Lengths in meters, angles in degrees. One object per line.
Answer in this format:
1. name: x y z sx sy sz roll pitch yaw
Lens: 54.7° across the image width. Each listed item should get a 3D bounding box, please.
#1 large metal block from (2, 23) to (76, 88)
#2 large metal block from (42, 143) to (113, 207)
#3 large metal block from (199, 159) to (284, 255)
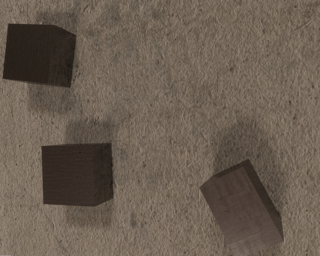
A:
1. large metal block: -0.177 -0.105 0.456 0.080 0.050 0.079 8 93 19
2. large metal block: -0.115 0.063 0.435 0.080 0.050 0.079 -2 89 19
3. large metal block: 0.093 0.085 0.347 0.050 0.080 0.080 -30 81 17
